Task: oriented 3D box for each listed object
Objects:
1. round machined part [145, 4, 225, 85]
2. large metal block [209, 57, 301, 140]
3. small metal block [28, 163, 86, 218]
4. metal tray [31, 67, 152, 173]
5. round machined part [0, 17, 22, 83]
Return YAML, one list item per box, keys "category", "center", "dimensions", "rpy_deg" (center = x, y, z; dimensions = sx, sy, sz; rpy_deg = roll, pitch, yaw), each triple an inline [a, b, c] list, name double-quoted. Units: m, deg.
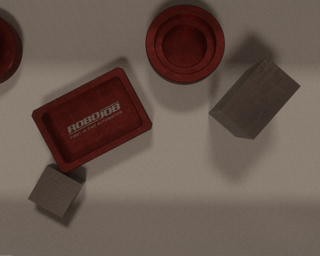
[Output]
- category: "round machined part"
  center: [0.031, -0.105, 0.403]
  dimensions: [0.099, 0.042, 0.097]
  rpy_deg: [0, 90, -1]
- category: "large metal block"
  center: [0.112, -0.033, 0.385]
  dimensions: [0.050, 0.080, 0.080]
  rpy_deg: [41, 90, -1]
- category: "small metal block"
  center: [-0.135, 0.082, 0.410]
  dimensions: [0.050, 0.025, 0.050]
  rpy_deg: [29, 90, -1]
- category: "metal tray"
  center: [-0.086, -0.010, 0.407]
  dimensions: [0.130, 0.030, 0.090]
  rpy_deg: [-28, 90, -1]
- category: "round machined part"
  center: [-0.236, -0.105, 0.400]
  dimensions: [0.099, 0.042, 0.097]
  rpy_deg: [0, 90, -1]
